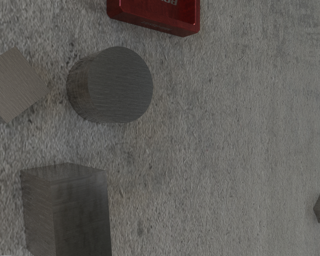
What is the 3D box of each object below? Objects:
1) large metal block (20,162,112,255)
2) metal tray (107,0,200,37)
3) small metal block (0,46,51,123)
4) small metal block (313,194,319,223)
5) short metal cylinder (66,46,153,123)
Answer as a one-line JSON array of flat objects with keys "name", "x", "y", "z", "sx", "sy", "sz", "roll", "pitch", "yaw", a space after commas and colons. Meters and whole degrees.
[{"name": "large metal block", "x": -0.091, "y": 0.079, "z": 0.293, "sx": 0.050, "sy": 0.080, "sz": 0.079, "roll": -6, "pitch": 94, "yaw": -40}, {"name": "metal tray", "x": -0.004, "y": -0.175, "z": 0.397, "sx": 0.131, "sy": 0.030, "sz": 0.089, "roll": 0, "pitch": 90, "yaw": -40}, {"name": "small metal block", "x": -0.141, "y": -0.039, "z": 0.286, "sx": 0.050, "sy": 0.025, "sz": 0.050, "roll": -47, "pitch": 118, "yaw": -30}, {"name": "small metal block", "x": 0.391, "y": 0.192, "z": 0.733, "sx": 0.050, "sy": 0.025, "sz": 0.050, "roll": -46, "pitch": 118, "yaw": -30}, {"name": "short metal cylinder", "x": -0.055, "y": -0.045, "z": 0.342, "sx": 0.081, "sy": 0.050, "sz": 0.079, "roll": 0, "pitch": 90, "yaw": -40}]
